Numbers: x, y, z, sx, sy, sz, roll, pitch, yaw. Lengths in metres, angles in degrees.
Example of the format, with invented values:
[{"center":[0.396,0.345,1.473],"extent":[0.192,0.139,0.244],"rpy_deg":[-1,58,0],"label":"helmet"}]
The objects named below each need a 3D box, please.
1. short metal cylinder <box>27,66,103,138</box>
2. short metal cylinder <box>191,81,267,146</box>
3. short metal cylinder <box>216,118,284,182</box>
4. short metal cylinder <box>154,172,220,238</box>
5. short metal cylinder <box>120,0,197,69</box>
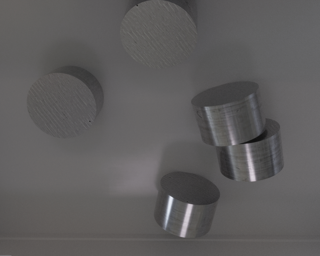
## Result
[{"center":[-0.115,-0.033,0.385],"extent":[0.081,0.050,0.079],"rpy_deg":[0,110,0],"label":"short metal cylinder"},{"center":[0.083,-0.019,0.376],"extent":[0.080,0.080,0.050],"rpy_deg":[-16,109,6],"label":"short metal cylinder"},{"center":[0.112,0.025,0.392],"extent":[0.080,0.080,0.050],"rpy_deg":[-12,110,4],"label":"short metal cylinder"},{"center":[0.036,0.101,0.420],"extent":[0.081,0.080,0.050],"rpy_deg":[10,110,-4],"label":"short metal cylinder"},{"center":[0.001,-0.113,0.340],"extent":[0.080,0.050,0.080],"rpy_deg":[3,137,3],"label":"short metal cylinder"}]
